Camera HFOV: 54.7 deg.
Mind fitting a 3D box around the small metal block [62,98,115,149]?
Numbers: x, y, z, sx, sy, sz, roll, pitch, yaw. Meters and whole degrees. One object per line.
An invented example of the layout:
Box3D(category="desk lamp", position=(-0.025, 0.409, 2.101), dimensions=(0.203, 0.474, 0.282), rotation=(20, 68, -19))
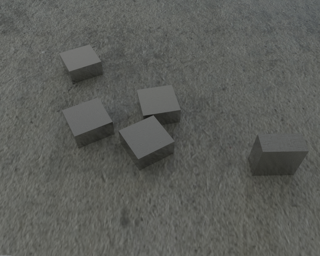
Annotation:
Box3D(category="small metal block", position=(-0.094, -0.008, 0.408), dimensions=(0.050, 0.025, 0.050), rotation=(-23, 54, -18))

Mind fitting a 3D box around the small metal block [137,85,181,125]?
Box3D(category="small metal block", position=(-0.002, -0.031, 0.429), dimensions=(0.050, 0.025, 0.050), rotation=(-9, 51, -8))

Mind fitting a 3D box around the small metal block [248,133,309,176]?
Box3D(category="small metal block", position=(0.136, 0.032, 0.362), dimensions=(0.050, 0.050, 0.025), rotation=(-1, 50, -1))

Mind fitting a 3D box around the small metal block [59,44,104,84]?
Box3D(category="small metal block", position=(-0.123, -0.101, 0.487), dimensions=(0.050, 0.025, 0.050), rotation=(-23, 54, -18))

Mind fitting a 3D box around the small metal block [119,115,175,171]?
Box3D(category="small metal block", position=(-0.017, 0.018, 0.388), dimensions=(0.050, 0.025, 0.050), rotation=(-25, 55, -20))
